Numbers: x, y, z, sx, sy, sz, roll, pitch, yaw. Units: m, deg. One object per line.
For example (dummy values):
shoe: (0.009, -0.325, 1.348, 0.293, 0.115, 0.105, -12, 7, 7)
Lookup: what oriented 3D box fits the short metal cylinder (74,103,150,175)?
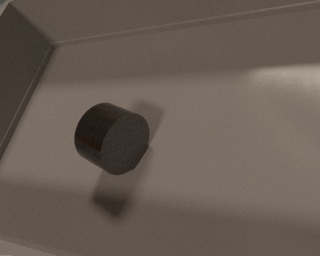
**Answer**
short metal cylinder: (-0.059, 0.013, 0.392, 0.050, 0.080, 0.080, 22, 74, 36)
